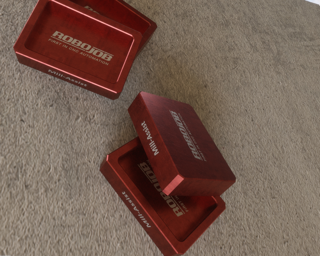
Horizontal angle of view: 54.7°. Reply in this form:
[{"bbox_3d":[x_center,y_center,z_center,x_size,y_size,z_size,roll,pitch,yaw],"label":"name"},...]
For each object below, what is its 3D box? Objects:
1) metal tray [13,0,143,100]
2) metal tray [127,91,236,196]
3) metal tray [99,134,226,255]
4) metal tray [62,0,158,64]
[{"bbox_3d":[-0.097,-0.101,0.386,0.131,0.030,0.090,22,72,-11],"label":"metal tray"},{"bbox_3d":[0.023,0.017,0.367,0.091,0.030,0.130,11,40,-39],"label":"metal tray"},{"bbox_3d":[0.005,0.069,0.360,0.091,0.030,0.130,-33,80,-38],"label":"metal tray"},{"bbox_3d":[-0.079,-0.156,0.452,0.130,0.030,0.090,33,51,-7],"label":"metal tray"}]
